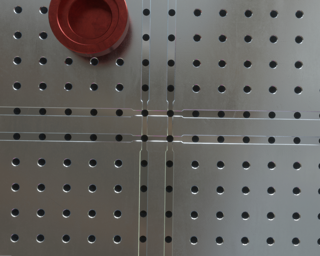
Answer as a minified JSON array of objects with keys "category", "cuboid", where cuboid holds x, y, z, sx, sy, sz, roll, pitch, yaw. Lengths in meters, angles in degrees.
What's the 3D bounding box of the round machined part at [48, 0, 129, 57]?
[{"category":"round machined part","cuboid":[-0.089,-0.141,0.404,0.099,0.042,0.097,0,90,0]}]
